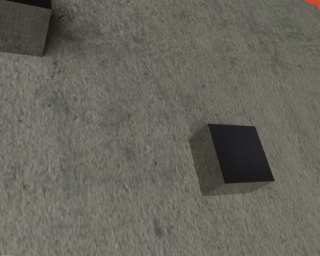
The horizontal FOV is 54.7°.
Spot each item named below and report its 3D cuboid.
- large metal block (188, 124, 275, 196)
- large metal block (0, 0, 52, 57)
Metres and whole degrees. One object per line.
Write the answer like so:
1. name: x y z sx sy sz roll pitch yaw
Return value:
1. large metal block: 0.093 0.043 0.414 0.081 0.050 0.080 3 61 -27
2. large metal block: -0.163 -0.145 0.369 0.050 0.080 0.080 2 61 -28
